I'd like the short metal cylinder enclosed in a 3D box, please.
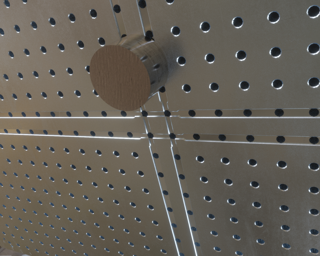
[{"bbox_3d":[-0.036,-0.067,0.373,0.080,0.050,0.080,13,124,21],"label":"short metal cylinder"}]
